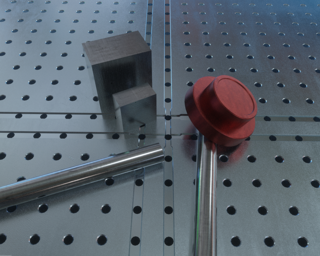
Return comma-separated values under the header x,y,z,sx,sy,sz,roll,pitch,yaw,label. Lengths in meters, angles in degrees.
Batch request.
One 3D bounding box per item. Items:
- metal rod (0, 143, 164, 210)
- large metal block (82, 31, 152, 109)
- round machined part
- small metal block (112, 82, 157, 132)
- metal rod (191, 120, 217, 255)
x,y,z,sx,sy,sz,roll,pitch,yaw,label
-0.141,0.068,0.348,0.302,0.025,0.025,-15,52,-13,metal rod
-0.058,-0.082,0.440,0.081,0.080,0.050,-18,53,-15,large metal block
0.084,-0.029,0.396,0.099,0.042,0.098,18,50,-22,round machined part
-0.033,-0.027,0.414,0.050,0.050,0.025,-22,54,-18,small metal block
0.053,0.060,0.357,0.025,0.025,0.300,6,50,4,metal rod
